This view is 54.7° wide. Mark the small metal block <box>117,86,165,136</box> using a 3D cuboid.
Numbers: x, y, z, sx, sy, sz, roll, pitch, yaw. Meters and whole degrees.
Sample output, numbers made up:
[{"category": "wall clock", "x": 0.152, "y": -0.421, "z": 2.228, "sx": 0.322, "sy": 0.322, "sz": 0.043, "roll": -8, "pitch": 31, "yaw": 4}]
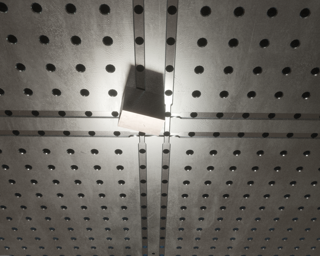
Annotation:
[{"category": "small metal block", "x": -0.022, "y": -0.021, "z": 0.377, "sx": 0.050, "sy": 0.050, "sz": 0.025, "roll": 14, "pitch": 129, "yaw": -12}]
